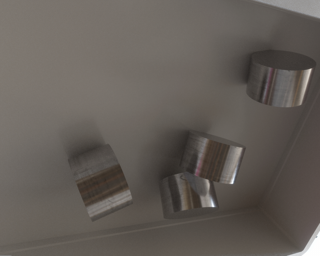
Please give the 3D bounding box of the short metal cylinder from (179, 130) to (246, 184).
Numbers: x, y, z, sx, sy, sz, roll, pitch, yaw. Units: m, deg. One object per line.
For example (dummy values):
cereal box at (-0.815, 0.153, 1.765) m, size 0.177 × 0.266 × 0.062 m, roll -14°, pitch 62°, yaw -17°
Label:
short metal cylinder at (0.072, 0.039, 0.430) m, size 0.081 × 0.080 × 0.050 m, roll 11°, pitch 97°, yaw -33°

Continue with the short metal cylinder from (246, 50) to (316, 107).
short metal cylinder at (0.161, -0.069, 0.418) m, size 0.081 × 0.080 × 0.050 m, roll -13°, pitch 124°, yaw -21°

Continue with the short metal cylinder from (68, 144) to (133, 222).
short metal cylinder at (-0.072, 0.065, 0.374) m, size 0.050 × 0.080 × 0.080 m, roll -22°, pitch 127°, yaw -16°

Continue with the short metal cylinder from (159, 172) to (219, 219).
short metal cylinder at (0.041, 0.100, 0.452) m, size 0.081 × 0.050 × 0.080 m, roll -8°, pitch 155°, yaw -3°
